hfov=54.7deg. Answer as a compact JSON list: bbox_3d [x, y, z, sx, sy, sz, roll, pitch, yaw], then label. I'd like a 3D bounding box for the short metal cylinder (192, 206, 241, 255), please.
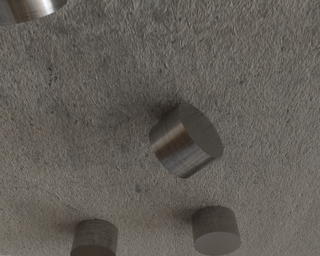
[{"bbox_3d":[0.098,0.182,0.547,0.081,0.050,0.079,0,130,0],"label":"short metal cylinder"}]

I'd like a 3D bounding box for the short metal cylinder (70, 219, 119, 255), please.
[{"bbox_3d":[-0.119,0.212,0.570,0.081,0.050,0.079,0,130,0],"label":"short metal cylinder"}]

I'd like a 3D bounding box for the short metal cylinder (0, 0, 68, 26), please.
[{"bbox_3d":[-0.126,-0.127,0.262,0.080,0.080,0.050,-5,130,4],"label":"short metal cylinder"}]

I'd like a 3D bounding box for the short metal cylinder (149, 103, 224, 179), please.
[{"bbox_3d":[0.033,0.015,0.384,0.080,0.080,0.050,36,121,-27],"label":"short metal cylinder"}]
